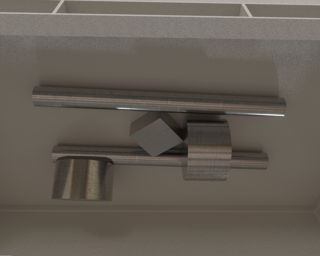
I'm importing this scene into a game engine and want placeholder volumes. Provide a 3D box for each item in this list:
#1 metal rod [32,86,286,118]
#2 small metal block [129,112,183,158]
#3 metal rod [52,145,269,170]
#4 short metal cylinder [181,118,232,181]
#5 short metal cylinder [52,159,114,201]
[{"bbox_3d":[0.002,-0.032,0.379,0.302,0.025,0.025,2,130,-3],"label":"metal rod"},{"bbox_3d":[-0.004,0.006,0.412,0.050,0.025,0.050,-31,124,23],"label":"small metal block"},{"bbox_3d":[0.002,0.042,0.443,0.302,0.025,0.025,2,130,-3],"label":"metal rod"},{"bbox_3d":[0.056,0.027,0.395,0.050,0.080,0.079,1,130,-2],"label":"short metal cylinder"},{"bbox_3d":[-0.105,0.075,0.430,0.081,0.050,0.080,1,164,1],"label":"short metal cylinder"}]
